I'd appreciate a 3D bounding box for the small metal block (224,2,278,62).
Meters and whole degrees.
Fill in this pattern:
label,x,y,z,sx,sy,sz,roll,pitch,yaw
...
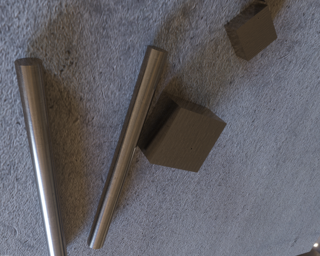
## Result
label,x,y,z,sx,sy,sz,roll,pitch,yaw
small metal block,0.117,-0.123,0.397,0.050,0.025,0.050,-39,130,-2

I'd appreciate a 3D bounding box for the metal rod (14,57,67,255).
label,x,y,z,sx,sy,sz,roll,pitch,yaw
metal rod,-0.136,0.064,0.372,0.025,0.025,0.298,-10,123,-23

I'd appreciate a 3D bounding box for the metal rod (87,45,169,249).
label,x,y,z,sx,sy,sz,roll,pitch,yaw
metal rod,-0.049,0.041,0.406,0.025,0.025,0.298,6,116,-31

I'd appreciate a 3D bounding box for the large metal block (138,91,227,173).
label,x,y,z,sx,sy,sz,roll,pitch,yaw
large metal block,0.027,0.007,0.412,0.081,0.050,0.080,16,110,-35

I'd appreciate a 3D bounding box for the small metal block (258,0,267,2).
label,x,y,z,sx,sy,sz,roll,pitch,yaw
small metal block,0.115,-0.184,0.358,0.050,0.025,0.050,21,107,-37
